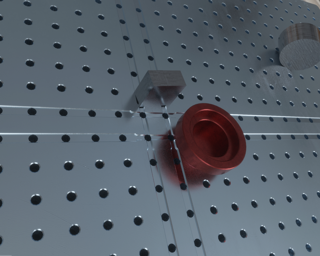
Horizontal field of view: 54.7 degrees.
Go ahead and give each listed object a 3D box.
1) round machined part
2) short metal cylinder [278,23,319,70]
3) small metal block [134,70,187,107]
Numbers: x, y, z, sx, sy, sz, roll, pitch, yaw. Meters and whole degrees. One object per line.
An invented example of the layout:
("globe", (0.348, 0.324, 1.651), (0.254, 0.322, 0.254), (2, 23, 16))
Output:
("round machined part", (0.064, 0.018, 0.421), (0.099, 0.042, 0.098), (14, 56, -21))
("short metal cylinder", (0.282, -0.163, 0.624), (0.080, 0.080, 0.050), (22, 54, -15))
("small metal block", (0.000, -0.054, 0.425), (0.050, 0.050, 0.025), (-6, 65, -31))
